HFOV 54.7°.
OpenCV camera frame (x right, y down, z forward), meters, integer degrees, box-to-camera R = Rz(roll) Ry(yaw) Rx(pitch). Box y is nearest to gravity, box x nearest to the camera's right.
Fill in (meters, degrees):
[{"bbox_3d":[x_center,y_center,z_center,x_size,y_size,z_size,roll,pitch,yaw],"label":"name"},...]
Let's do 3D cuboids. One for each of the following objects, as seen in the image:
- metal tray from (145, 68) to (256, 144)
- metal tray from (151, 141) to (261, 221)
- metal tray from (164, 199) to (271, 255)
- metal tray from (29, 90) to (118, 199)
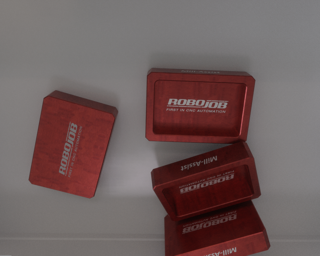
[{"bbox_3d":[0.048,-0.028,0.398,0.131,0.030,0.089,2,110,-1],"label":"metal tray"},{"bbox_3d":[0.064,0.075,0.419,0.130,0.030,0.090,-18,131,7],"label":"metal tray"},{"bbox_3d":[0.073,0.142,0.429,0.131,0.090,0.030,-18,109,6],"label":"metal tray"},{"bbox_3d":[-0.117,0.024,0.416,0.091,0.030,0.129,16,109,-6],"label":"metal tray"}]
